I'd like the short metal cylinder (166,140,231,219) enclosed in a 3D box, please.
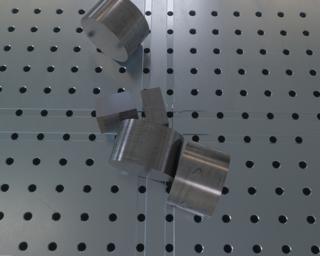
[{"bbox_3d":[0.044,0.059,0.361,0.050,0.080,0.080,19,71,6],"label":"short metal cylinder"}]

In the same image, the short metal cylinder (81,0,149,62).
[{"bbox_3d":[-0.062,-0.139,0.433,0.080,0.080,0.050,33,74,11],"label":"short metal cylinder"}]

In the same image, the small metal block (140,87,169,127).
[{"bbox_3d":[-0.007,-0.018,0.405,0.025,0.050,0.050,-12,71,-4],"label":"small metal block"}]

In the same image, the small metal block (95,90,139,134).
[{"bbox_3d":[-0.057,-0.022,0.407,0.050,0.025,0.050,-14,36,-5],"label":"small metal block"}]

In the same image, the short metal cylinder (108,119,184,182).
[{"bbox_3d":[-0.016,0.028,0.372,0.080,0.080,0.050,14,72,5],"label":"short metal cylinder"}]
